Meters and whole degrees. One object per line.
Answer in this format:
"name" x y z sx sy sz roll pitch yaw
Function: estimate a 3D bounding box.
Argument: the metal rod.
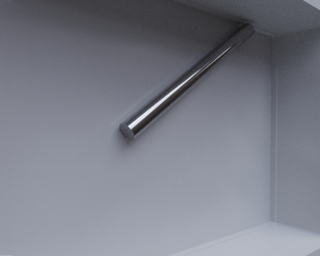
"metal rod" 0.055 -0.081 0.451 0.301 0.025 0.025 -42 116 -32
